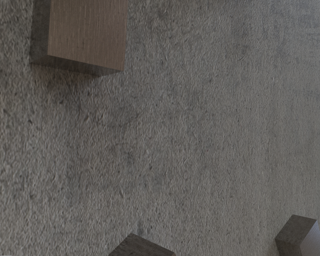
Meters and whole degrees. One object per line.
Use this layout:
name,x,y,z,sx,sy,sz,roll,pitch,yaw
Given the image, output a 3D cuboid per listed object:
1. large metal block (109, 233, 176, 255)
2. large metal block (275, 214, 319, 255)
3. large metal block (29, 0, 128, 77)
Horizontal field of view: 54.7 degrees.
large metal block,-0.011,0.179,0.360,0.050,0.080,0.080,-39,114,-33
large metal block,0.284,0.236,0.626,0.081,0.050,0.080,-32,110,-35
large metal block,-0.082,-0.102,0.319,0.081,0.050,0.080,5,87,-40
